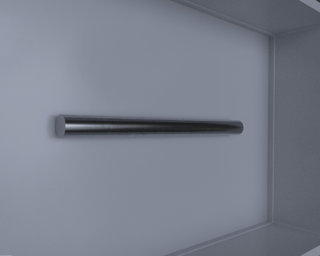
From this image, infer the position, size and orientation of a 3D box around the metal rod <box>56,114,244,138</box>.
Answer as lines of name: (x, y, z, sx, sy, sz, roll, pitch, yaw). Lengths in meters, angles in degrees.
metal rod: (0.013, -0.001, 0.417, 0.302, 0.025, 0.025, 0, 90, -40)
